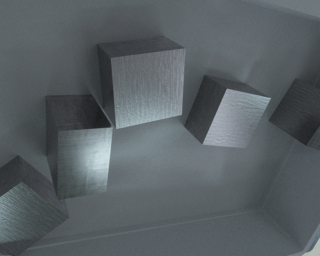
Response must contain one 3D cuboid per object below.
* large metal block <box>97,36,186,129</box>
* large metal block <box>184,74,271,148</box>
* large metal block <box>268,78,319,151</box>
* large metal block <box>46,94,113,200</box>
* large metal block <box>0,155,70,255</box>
[{"bbox_3d":[-0.021,-0.053,0.348,0.081,0.050,0.079,-13,124,-21],"label":"large metal block"},{"bbox_3d":[0.092,-0.021,0.429,0.081,0.050,0.079,6,115,-31],"label":"large metal block"},{"bbox_3d":[0.235,-0.021,0.488,0.050,0.080,0.080,16,110,-35],"label":"large metal block"},{"bbox_3d":[-0.091,0.017,0.334,0.050,0.080,0.079,-4,121,-26],"label":"large metal block"},{"bbox_3d":[-0.167,0.092,0.358,0.080,0.050,0.080,-36,129,-4],"label":"large metal block"}]
